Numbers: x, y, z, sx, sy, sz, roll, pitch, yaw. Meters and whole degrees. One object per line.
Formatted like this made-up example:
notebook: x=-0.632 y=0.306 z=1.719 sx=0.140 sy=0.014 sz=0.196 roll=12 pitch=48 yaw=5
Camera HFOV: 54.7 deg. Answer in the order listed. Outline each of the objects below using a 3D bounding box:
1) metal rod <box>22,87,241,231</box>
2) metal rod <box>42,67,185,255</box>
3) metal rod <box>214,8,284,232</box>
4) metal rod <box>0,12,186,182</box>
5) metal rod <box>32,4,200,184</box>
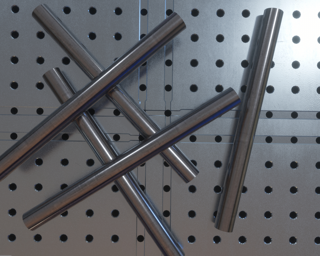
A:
metal rod: x=-0.034 y=0.038 z=0.386 sx=0.301 sy=0.025 sz=0.025 roll=-31 pitch=90 yaw=-1
metal rod: x=-0.061 y=0.051 z=0.412 sx=0.025 sy=0.025 sz=0.299 roll=-34 pitch=90 yaw=0
metal rod: x=0.119 y=-0.011 z=0.414 sx=0.025 sy=0.025 sz=0.298 roll=13 pitch=90 yaw=-1
metal rod: x=-0.091 y=-0.039 z=0.386 sx=0.300 sy=0.025 sz=0.025 roll=-40 pitch=91 yaw=-1
metal rod: x=-0.058 y=-0.045 z=0.412 sx=0.025 sy=0.025 sz=0.300 roll=-43 pitch=91 yaw=0
